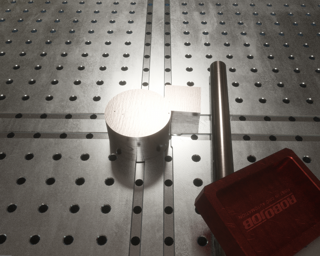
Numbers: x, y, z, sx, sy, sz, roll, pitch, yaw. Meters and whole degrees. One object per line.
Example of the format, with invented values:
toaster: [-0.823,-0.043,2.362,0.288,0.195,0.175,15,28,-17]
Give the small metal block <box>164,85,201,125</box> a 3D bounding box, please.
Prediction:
small metal block: [0.031,-0.033,0.436,0.050,0.025,0.050,4,50,3]

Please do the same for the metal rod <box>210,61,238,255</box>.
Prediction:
metal rod: [0.078,0.018,0.393,0.025,0.025,0.300,4,50,3]

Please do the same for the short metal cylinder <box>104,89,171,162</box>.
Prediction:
short metal cylinder: [-0.027,-0.004,0.395,0.081,0.050,0.080,0,50,0]

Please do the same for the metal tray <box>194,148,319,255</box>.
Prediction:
metal tray: [0.113,0.081,0.315,0.131,0.030,0.090,-18,59,-28]
